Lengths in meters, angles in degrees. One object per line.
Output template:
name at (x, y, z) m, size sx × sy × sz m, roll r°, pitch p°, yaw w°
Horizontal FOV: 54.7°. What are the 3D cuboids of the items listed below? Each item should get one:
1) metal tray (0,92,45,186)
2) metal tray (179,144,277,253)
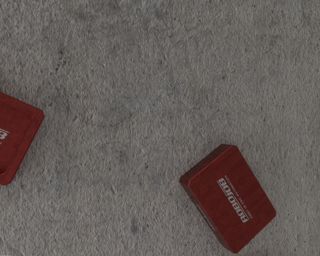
metal tray at (-0.205, -0.004, 0.330) m, size 0.131 × 0.030 × 0.090 m, roll 26°, pitch 81°, yaw -18°
metal tray at (0.099, 0.099, 0.443) m, size 0.090 × 0.030 × 0.130 m, roll -37°, pitch 102°, yaw -16°
